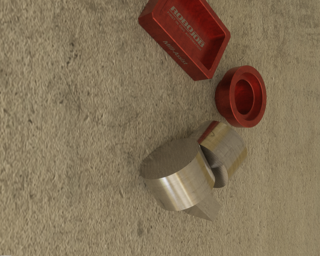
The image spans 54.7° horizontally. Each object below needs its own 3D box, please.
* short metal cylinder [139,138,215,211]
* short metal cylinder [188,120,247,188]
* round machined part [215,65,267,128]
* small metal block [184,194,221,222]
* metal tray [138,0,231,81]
[{"bbox_3d":[0.022,0.056,0.387,0.080,0.080,0.050,-42,116,-32],"label":"short metal cylinder"},{"bbox_3d":[0.072,0.036,0.429,0.050,0.080,0.080,-42,116,-32],"label":"short metal cylinder"},{"bbox_3d":[0.126,-0.049,0.499,0.099,0.042,0.097,0,90,-40],"label":"round machined part"},{"bbox_3d":[0.048,0.101,0.428,0.050,0.050,0.025,47,62,-30],"label":"small metal block"},{"bbox_3d":[0.040,-0.139,0.434,0.130,0.030,0.090,39,66,-33],"label":"metal tray"}]
